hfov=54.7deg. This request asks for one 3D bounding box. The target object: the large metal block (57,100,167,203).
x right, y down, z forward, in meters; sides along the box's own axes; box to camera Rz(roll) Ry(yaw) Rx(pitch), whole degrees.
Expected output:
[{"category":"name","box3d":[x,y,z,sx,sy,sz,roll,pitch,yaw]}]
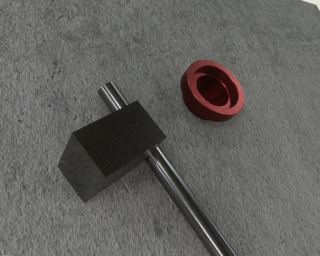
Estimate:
[{"category":"large metal block","box3d":[-0.052,0.025,0.326,0.081,0.080,0.050,-32,80,-38]}]

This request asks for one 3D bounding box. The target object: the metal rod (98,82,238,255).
[{"category":"metal rod","box3d":[0.017,0.068,0.372,0.025,0.025,0.299,-28,77,-38]}]

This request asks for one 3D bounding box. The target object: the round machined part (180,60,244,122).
[{"category":"round machined part","box3d":[0.074,-0.051,0.466,0.099,0.042,0.098,14,56,-21]}]
